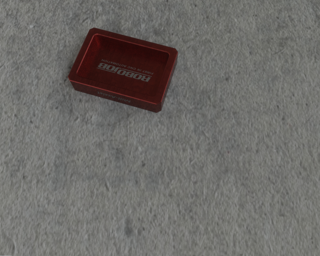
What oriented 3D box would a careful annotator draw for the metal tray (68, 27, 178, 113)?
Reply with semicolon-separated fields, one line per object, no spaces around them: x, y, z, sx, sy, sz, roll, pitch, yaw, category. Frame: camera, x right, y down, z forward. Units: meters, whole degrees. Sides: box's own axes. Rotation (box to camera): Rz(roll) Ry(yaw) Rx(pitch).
-0.049;-0.082;0.434;0.131;0.030;0.090;16;71;5;metal tray
